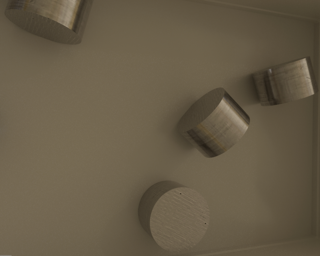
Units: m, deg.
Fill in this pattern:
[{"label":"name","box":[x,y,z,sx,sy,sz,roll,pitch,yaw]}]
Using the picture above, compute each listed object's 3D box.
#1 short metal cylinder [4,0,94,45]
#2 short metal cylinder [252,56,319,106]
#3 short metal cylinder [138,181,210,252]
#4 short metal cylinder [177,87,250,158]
[{"label":"short metal cylinder","box":[-0.119,-0.132,0.338,0.081,0.080,0.050,16,85,-20]},{"label":"short metal cylinder","box":[0.181,-0.067,0.450,0.081,0.080,0.050,-20,97,-19]},{"label":"short metal cylinder","box":[0.017,0.113,0.405,0.081,0.050,0.079,0,90,-21]},{"label":"short metal cylinder","box":[0.070,-0.007,0.408,0.050,0.080,0.080,44,76,-15]}]
